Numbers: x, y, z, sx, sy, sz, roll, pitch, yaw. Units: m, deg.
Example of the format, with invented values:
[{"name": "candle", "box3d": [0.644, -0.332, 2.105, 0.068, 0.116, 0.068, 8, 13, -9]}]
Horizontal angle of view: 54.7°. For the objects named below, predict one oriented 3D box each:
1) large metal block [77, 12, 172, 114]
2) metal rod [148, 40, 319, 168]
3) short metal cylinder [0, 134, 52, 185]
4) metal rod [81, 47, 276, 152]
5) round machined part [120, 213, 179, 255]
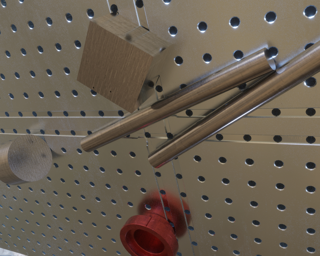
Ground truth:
[{"name": "large metal block", "box3d": [-0.044, -0.078, 0.369, 0.080, 0.050, 0.079, 31, 128, 7]}, {"name": "metal rod", "box3d": [0.089, -0.023, 0.349, 0.025, 0.025, 0.299, 49, 128, -7]}, {"name": "short metal cylinder", "box3d": [-0.235, 0.055, 0.530, 0.050, 0.080, 0.080, -16, 110, 34]}, {"name": "metal rod", "box3d": [-0.002, -0.022, 0.397, 0.299, 0.025, 0.025, -23, 106, 36]}, {"name": "round machined part", "box3d": [-0.014, 0.182, 0.519, 0.098, 0.042, 0.097, 13, 124, 20]}]
